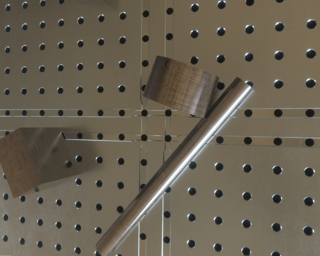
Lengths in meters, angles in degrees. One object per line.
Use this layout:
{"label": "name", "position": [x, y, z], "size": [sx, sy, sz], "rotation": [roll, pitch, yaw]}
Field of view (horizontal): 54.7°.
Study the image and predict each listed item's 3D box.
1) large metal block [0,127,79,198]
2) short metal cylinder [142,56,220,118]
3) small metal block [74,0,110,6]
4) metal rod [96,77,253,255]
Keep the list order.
{"label": "large metal block", "position": [-0.174, 0.046, 0.443], "size": [0.050, 0.080, 0.080], "rotation": [-28, 81, 18]}
{"label": "short metal cylinder", "position": [0.025, -0.049, 0.374], "size": [0.080, 0.080, 0.050], "rotation": [22, 97, 18]}
{"label": "small metal block", "position": [-0.097, -0.207, 0.445], "size": [0.050, 0.025, 0.050], "rotation": [11, 94, 19]}
{"label": "metal rod", "position": [0.011, 0.059, 0.407], "size": [0.025, 0.025, 0.299], "rotation": [42, 103, 15]}
